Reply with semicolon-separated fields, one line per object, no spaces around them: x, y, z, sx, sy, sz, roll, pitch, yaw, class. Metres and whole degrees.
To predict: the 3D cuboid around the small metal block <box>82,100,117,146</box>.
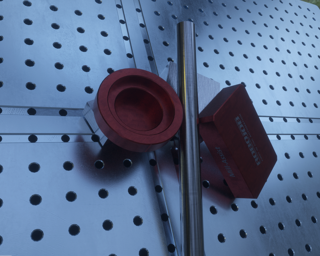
-0.058;-0.013;0.381;0.050;0.025;0.050;-25;75;-37;small metal block

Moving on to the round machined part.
-0.027;-0.016;0.353;0.099;0.042;0.098;11;58;-19;round machined part

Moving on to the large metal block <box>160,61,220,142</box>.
0.034;-0.033;0.427;0.080;0.050;0.080;21;54;-16;large metal block

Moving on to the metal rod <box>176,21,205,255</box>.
0.034;0.015;0.362;0.025;0.025;0.299;6;75;-25;metal rod

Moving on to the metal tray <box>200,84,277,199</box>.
0.106;0.018;0.414;0.090;0.030;0.130;-45;113;-38;metal tray
